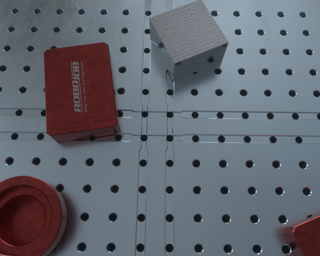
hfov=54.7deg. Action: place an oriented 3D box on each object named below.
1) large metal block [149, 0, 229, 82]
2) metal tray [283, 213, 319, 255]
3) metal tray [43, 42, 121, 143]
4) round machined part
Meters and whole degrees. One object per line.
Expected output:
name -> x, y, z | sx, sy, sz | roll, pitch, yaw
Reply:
large metal block -> 0.039, -0.125, 0.444 | 0.080, 0.050, 0.080 | -23, 72, -8
metal tray -> 0.215, 0.161, 0.352 | 0.091, 0.030, 0.130 | -20, 71, -7
metal tray -> -0.108, -0.051, 0.427 | 0.091, 0.030, 0.130 | -9, 70, -3
round machined part -> -0.158, 0.108, 0.362 | 0.099, 0.042, 0.098 | 0, 70, 0
